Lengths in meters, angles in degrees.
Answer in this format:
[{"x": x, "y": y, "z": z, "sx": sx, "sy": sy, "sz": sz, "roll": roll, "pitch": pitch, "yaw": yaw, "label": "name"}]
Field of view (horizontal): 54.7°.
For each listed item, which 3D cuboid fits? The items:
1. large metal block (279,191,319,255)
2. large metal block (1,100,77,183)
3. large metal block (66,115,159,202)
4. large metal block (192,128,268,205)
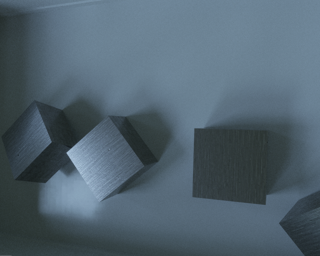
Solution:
[{"x": 0.186, "y": 0.105, "z": 0.312, "sx": 0.080, "sy": 0.050, "sz": 0.080, "roll": 53, "pitch": 141, "yaw": 12, "label": "large metal block"}, {"x": -0.173, "y": 0.021, "z": 0.446, "sx": 0.080, "sy": 0.050, "sz": 0.080, "roll": -43, "pitch": 59, "yaw": 15, "label": "large metal block"}, {"x": -0.064, "y": 0.040, "z": 0.420, "sx": 0.080, "sy": 0.050, "sz": 0.080, "roll": -40, "pitch": 78, "yaw": 15, "label": "large metal block"}, {"x": 0.085, "y": 0.041, "z": 0.367, "sx": 0.080, "sy": 0.050, "sz": 0.080, "roll": 2, "pitch": 91, "yaw": 20, "label": "large metal block"}]
